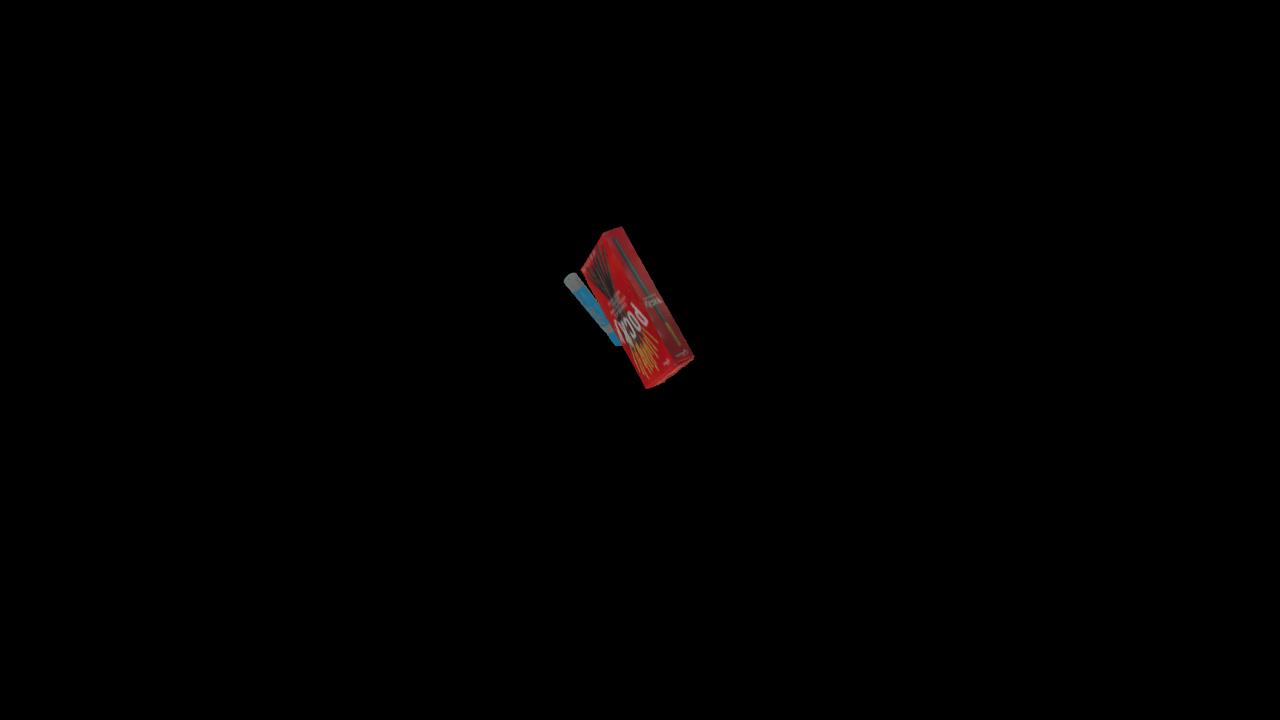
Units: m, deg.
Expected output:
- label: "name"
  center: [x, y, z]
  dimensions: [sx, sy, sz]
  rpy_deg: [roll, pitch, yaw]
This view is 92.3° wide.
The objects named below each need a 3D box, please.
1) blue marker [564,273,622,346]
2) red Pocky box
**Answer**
- label: "blue marker"
  center: [-0.053, -0.059, 0.763]
  dimensions: [0.020, 0.020, 0.121]
  rpy_deg: [0, -39, 40]
- label: "red Pocky box"
  center: [-0.006, -0.051, 0.635]
  dimensions: [0.028, 0.155, 0.083]
  rpy_deg: [-24, -9, -29]
